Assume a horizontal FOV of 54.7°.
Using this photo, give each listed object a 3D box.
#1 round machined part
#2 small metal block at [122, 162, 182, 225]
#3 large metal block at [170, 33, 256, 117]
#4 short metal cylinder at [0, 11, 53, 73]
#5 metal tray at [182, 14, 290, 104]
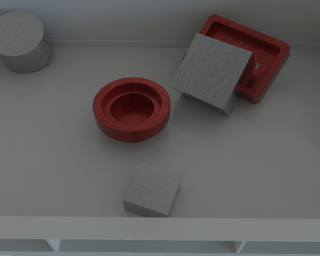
[{"bbox_3d":[-0.036,-0.020,0.410,0.099,0.042,0.098,0,50,0],"label":"round machined part"},{"bbox_3d":[-0.007,0.072,0.345,0.050,0.025,0.050,16,52,12],"label":"small metal block"},{"bbox_3d":[0.074,-0.072,0.424,0.080,0.050,0.080,28,92,23],"label":"large metal block"},{"bbox_3d":[-0.214,-0.132,0.481,0.081,0.050,0.080,1,70,-2],"label":"short metal cylinder"},{"bbox_3d":[0.111,-0.105,0.463,0.130,0.030,0.090,32,88,23],"label":"metal tray"}]
